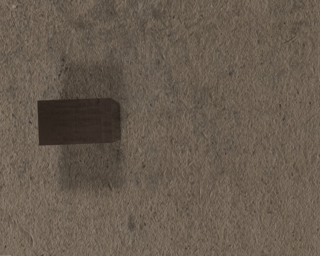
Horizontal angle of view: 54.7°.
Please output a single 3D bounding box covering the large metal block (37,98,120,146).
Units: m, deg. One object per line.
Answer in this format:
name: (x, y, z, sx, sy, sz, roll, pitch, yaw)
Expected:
large metal block: (-0.094, -0.007, 0.381, 0.081, 0.080, 0.050, -2, 90, -1)
